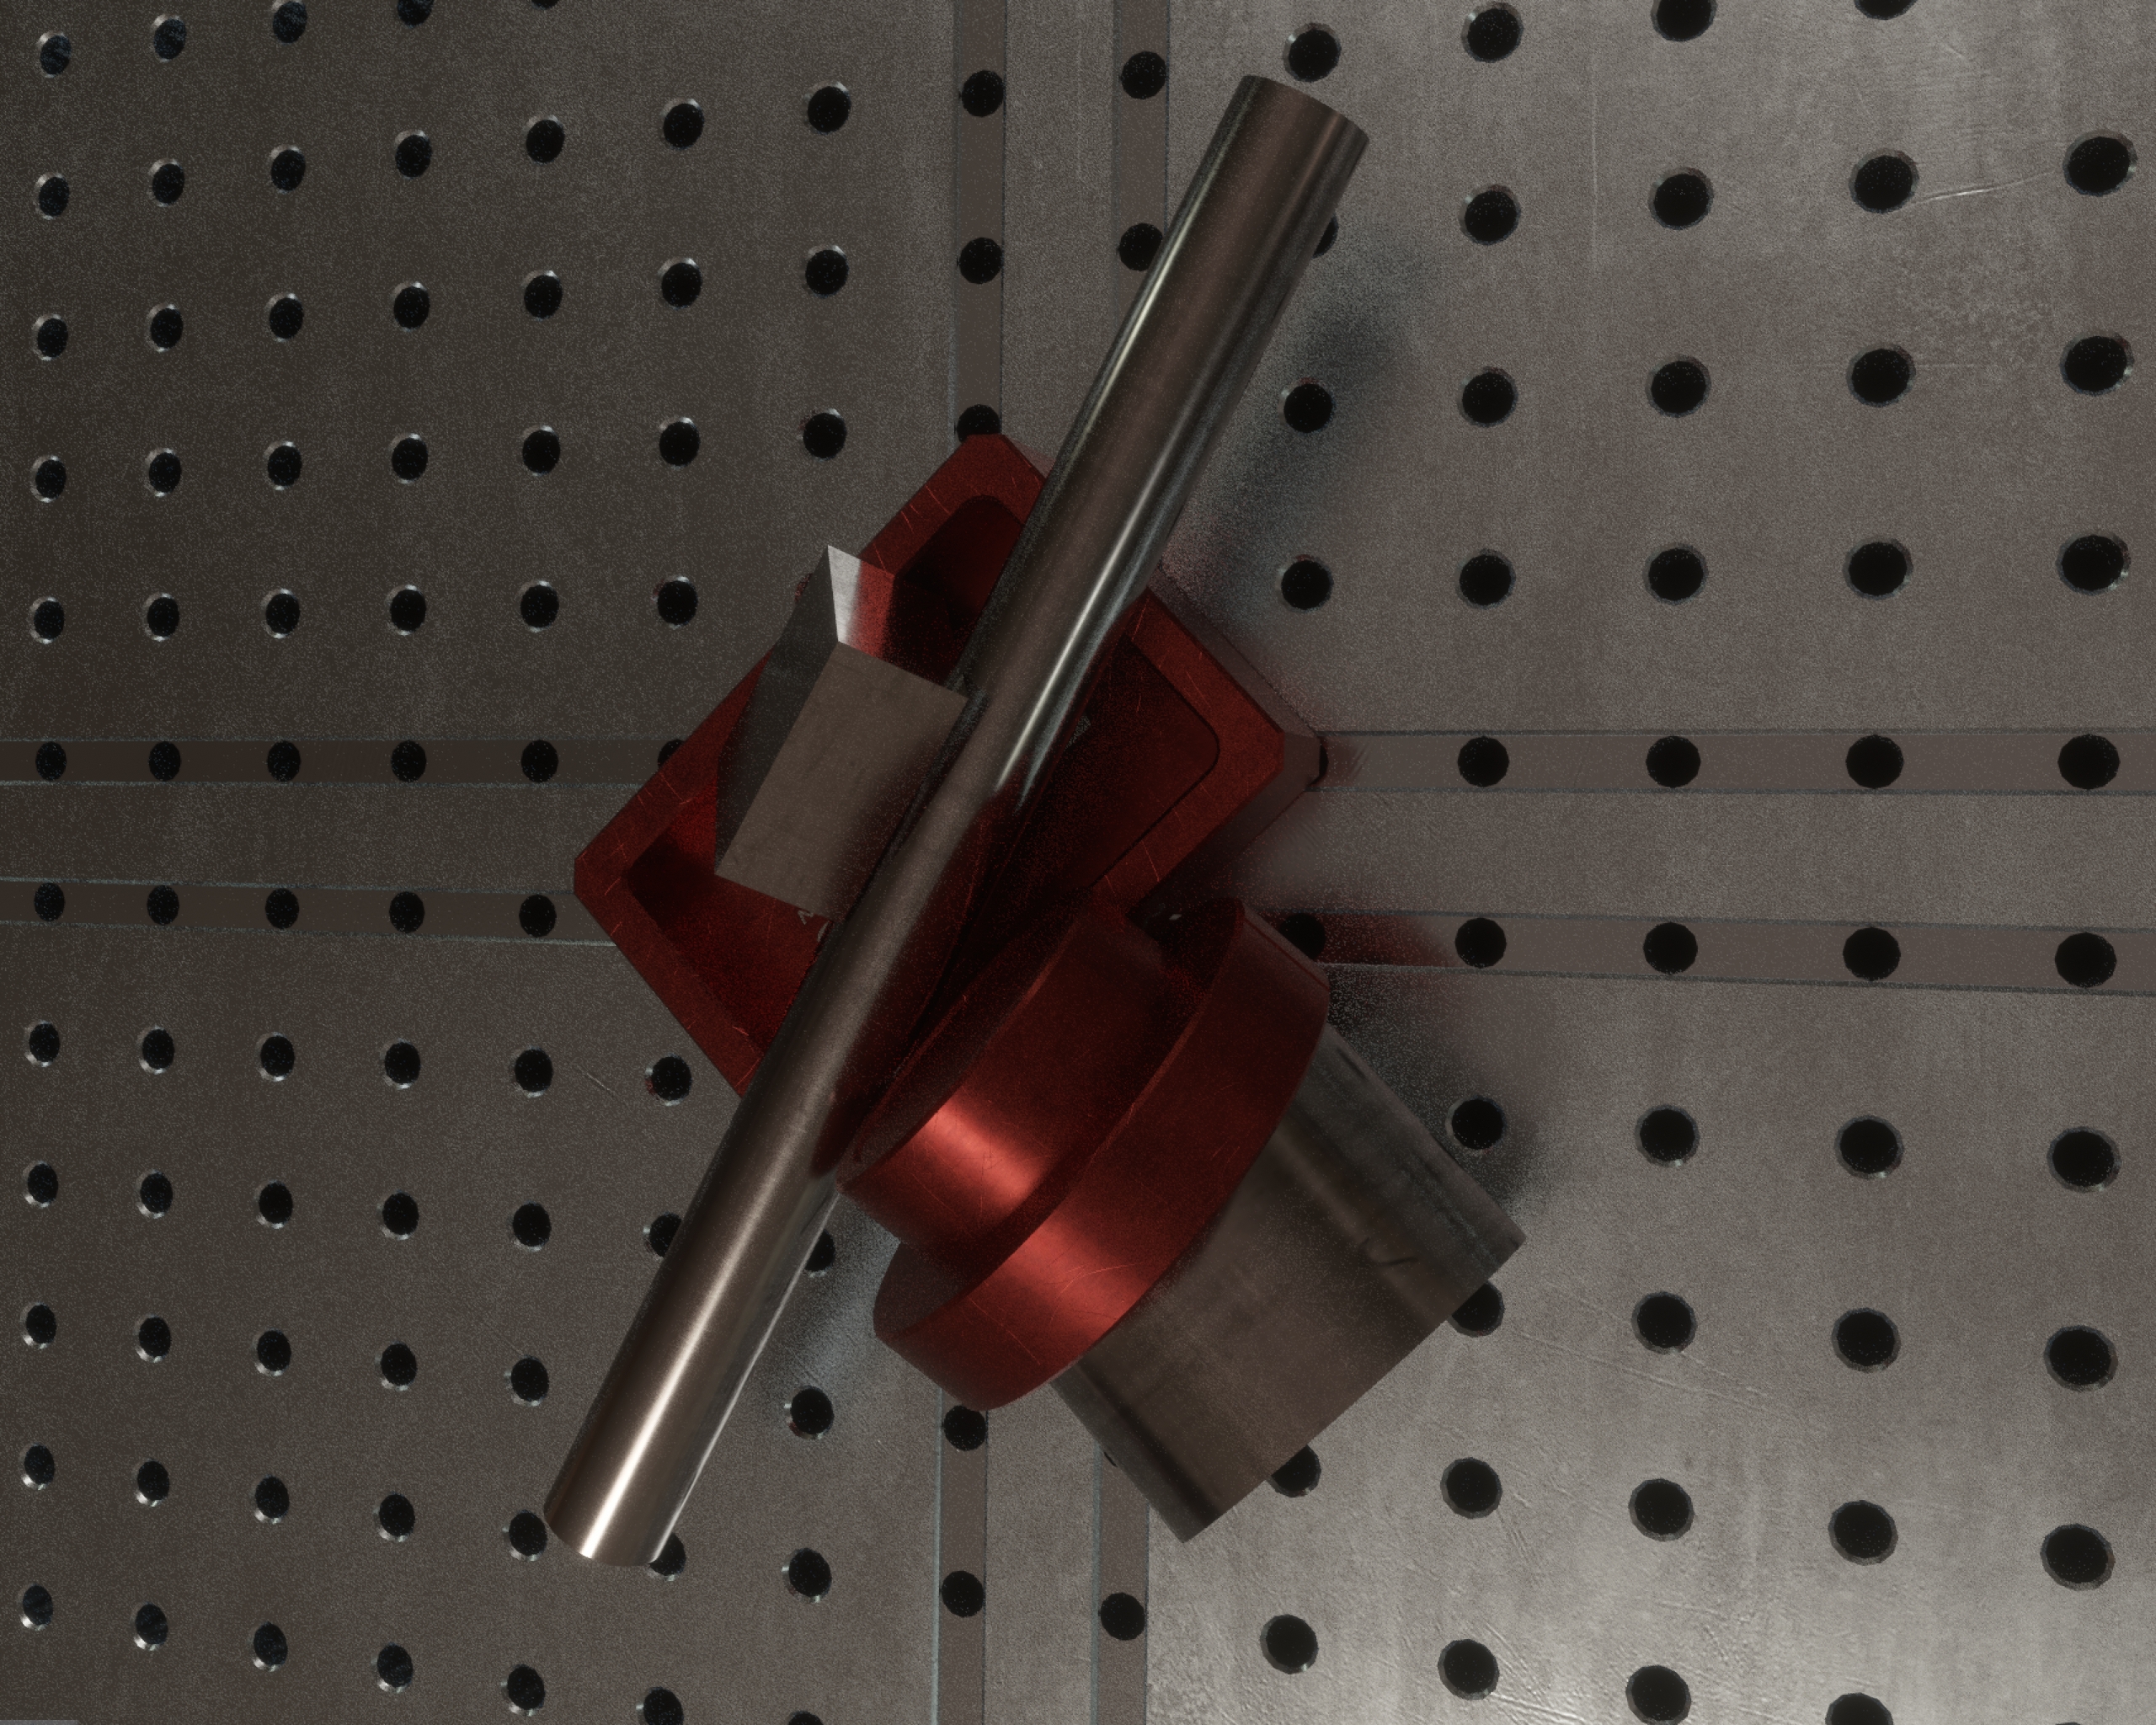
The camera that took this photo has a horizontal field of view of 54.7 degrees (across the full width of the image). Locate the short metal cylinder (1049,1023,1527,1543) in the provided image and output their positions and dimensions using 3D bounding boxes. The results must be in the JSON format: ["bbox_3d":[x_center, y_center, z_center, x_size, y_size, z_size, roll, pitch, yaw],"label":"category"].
[{"bbox_3d":[0.032,0.074,0.370,0.080,0.080,0.050,-45,76,14],"label":"short metal cylinder"}]

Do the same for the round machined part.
[{"bbox_3d":[-0.005,0.043,0.364,0.042,0.098,0.098,41,103,-7],"label":"round machined part"}]

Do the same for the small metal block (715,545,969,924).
[{"bbox_3d":[-0.046,-0.025,0.391,0.025,0.050,0.050,23,112,-20],"label":"small metal block"}]

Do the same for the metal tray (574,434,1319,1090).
[{"bbox_3d":[-0.028,-0.009,0.418,0.130,0.030,0.090,-45,77,14],"label":"metal tray"}]

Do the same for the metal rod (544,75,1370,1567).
[{"bbox_3d":[-0.027,0.000,0.389,0.025,0.025,0.298,30,99,17],"label":"metal rod"}]
